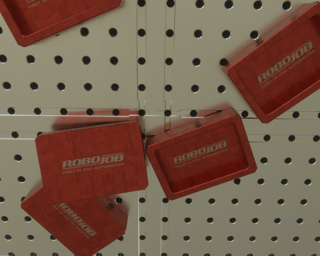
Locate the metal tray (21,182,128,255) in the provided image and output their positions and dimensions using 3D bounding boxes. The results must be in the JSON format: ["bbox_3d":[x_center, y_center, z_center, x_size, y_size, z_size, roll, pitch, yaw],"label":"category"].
[{"bbox_3d":[-0.122,0.125,0.455,0.090,0.030,0.130,-37,107,12],"label":"metal tray"}]

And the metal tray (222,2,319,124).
[{"bbox_3d":[0.157,-0.078,0.384,0.130,0.030,0.090,-36,107,12],"label":"metal tray"}]

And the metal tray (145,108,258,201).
[{"bbox_3d":[0.056,0.037,0.425,0.130,0.030,0.090,-20,109,7],"label":"metal tray"}]

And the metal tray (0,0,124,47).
[{"bbox_3d":[-0.118,-0.158,0.350,0.130,0.030,0.090,-21,109,7],"label":"metal tray"}]

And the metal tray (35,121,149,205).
[{"bbox_3d":[-0.086,0.043,0.406,0.131,0.030,0.089,-8,97,-6],"label":"metal tray"}]
